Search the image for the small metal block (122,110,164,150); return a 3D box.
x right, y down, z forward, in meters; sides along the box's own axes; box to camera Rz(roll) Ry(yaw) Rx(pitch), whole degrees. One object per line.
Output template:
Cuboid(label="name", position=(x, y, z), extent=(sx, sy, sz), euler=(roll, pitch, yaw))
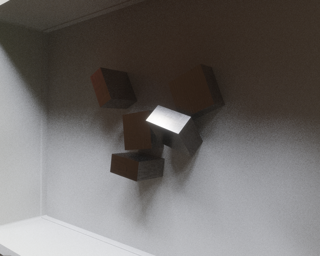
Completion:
Cuboid(label="small metal block", position=(-0.024, 0.004, 0.427), extent=(0.050, 0.025, 0.050), euler=(-7, 85, 39))

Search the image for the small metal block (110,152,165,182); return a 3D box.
Cuboid(label="small metal block", position=(-0.030, 0.050, 0.416), extent=(0.050, 0.050, 0.025), euler=(11, 97, 39))

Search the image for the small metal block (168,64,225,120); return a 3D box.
Cuboid(label="small metal block", position=(0.043, -0.041, 0.371), extent=(0.050, 0.025, 0.050), euler=(-26, 74, 37))

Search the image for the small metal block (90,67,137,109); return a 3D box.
Cuboid(label="small metal block", position=(-0.066, -0.056, 0.445), extent=(0.025, 0.050, 0.050), euler=(-33, 70, 35))

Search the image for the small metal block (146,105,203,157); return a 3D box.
Cuboid(label="small metal block", position=(0.018, 0.004, 0.373), extent=(0.050, 0.050, 0.025), euler=(23, 67, 37))
